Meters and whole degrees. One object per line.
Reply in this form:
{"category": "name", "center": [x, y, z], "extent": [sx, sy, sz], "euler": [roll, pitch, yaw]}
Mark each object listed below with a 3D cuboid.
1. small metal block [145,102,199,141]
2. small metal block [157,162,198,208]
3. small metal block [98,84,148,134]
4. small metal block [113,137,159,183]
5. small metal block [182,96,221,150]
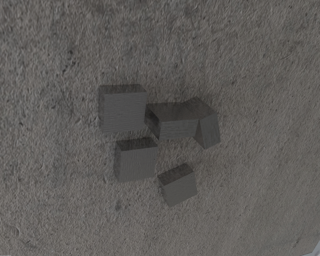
{"category": "small metal block", "center": [0.012, -0.010, 0.391], "extent": [0.050, 0.050, 0.025], "euler": [-6, 121, -26]}
{"category": "small metal block", "center": [0.027, 0.088, 0.476], "extent": [0.050, 0.025, 0.050], "euler": [-23, 127, -14]}
{"category": "small metal block", "center": [-0.045, -0.023, 0.367], "extent": [0.050, 0.025, 0.050], "euler": [-6, 121, -25]}
{"category": "small metal block", "center": [-0.033, 0.042, 0.415], "extent": [0.050, 0.025, 0.050], "euler": [-6, 121, -26]}
{"category": "small metal block", "center": [0.055, -0.007, 0.416], "extent": [0.025, 0.050, 0.050], "euler": [-25, 128, -13]}
